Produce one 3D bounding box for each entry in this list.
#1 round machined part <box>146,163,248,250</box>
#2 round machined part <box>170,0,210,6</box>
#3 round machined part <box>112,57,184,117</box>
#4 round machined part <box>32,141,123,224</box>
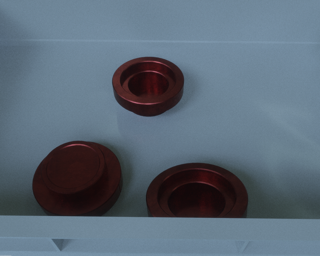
[{"bbox_3d":[0.037,0.081,0.313,0.099,0.042,0.098,-4,31,2],"label":"round machined part"},{"bbox_3d":[0.062,-0.300,0.649,0.099,0.042,0.098,0,50,0],"label":"round machined part"},{"bbox_3d":[-0.016,-0.054,0.439,0.099,0.042,0.098,0,50,0],"label":"round machined part"},{"bbox_3d":[-0.093,0.053,0.349,0.099,0.042,0.098,0,50,0],"label":"round machined part"}]
